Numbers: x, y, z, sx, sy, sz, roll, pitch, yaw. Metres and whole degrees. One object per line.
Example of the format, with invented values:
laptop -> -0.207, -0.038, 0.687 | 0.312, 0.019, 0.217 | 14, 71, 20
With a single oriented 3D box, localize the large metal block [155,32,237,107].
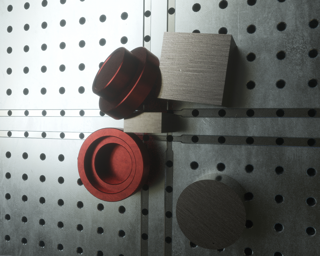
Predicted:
large metal block -> 0.046, -0.071, 0.383 | 0.080, 0.050, 0.079 | 9, 93, 19

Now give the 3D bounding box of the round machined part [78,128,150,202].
round machined part -> -0.059, 0.048, 0.424 | 0.098, 0.042, 0.097 | 0, 90, 20

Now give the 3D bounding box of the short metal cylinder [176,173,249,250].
short metal cylinder -> 0.065, 0.098, 0.376 | 0.080, 0.050, 0.080 | 0, 90, 20

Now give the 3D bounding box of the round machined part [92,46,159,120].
round machined part -> -0.049, -0.063, 0.392 | 0.098, 0.042, 0.098 | -35, 38, 33

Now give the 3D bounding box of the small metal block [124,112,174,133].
small metal block -> -0.013, -0.007, 0.404 | 0.050, 0.050, 0.025 | 1, 91, 20
